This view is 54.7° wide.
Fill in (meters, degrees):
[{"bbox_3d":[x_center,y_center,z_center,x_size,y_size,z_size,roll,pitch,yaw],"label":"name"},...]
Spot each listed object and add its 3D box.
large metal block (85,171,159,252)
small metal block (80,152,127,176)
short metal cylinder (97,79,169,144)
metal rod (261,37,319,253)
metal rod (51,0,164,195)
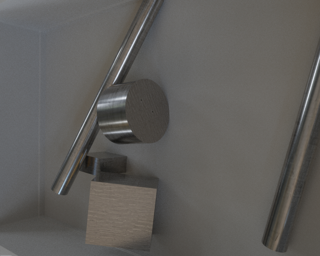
[{"bbox_3d":[-0.047,0.106,0.402,0.080,0.050,0.079,7,95,2],"label":"large metal block"},{"bbox_3d":[-0.085,0.052,0.458,0.050,0.050,0.025,7,94,39],"label":"small metal block"},{"bbox_3d":[-0.033,-0.019,0.396,0.050,0.081,0.080,-5,87,39],"label":"short metal cylinder"},{"bbox_3d":[0.145,-0.026,0.286,0.025,0.025,0.298,19,102,38],"label":"metal rod"},{"bbox_3d":[-0.074,-0.043,0.425,0.025,0.025,0.299,31,97,35],"label":"metal rod"}]
